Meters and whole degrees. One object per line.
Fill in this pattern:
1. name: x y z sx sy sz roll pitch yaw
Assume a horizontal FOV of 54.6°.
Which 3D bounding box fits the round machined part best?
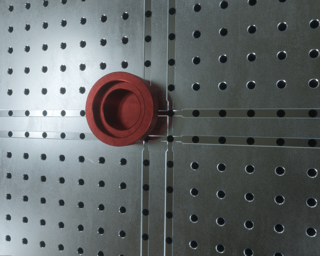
1. round machined part: -0.048 -0.025 0.421 0.098 0.042 0.097 0 90 20
